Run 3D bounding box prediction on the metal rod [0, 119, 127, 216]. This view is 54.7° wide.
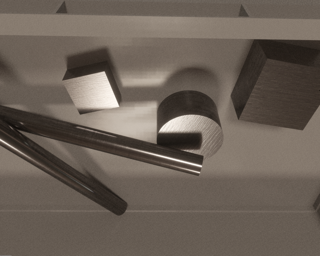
[{"bbox_3d":[-0.139,0.056,0.422,0.025,0.025,0.300,-23,137,18],"label":"metal rod"}]

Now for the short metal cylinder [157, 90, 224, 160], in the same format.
[{"bbox_3d":[0.036,-0.001,0.393,0.081,0.050,0.079,-1,130,0],"label":"short metal cylinder"}]

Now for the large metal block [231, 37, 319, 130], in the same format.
[{"bbox_3d":[0.137,-0.049,0.353,0.081,0.050,0.079,9,130,-8],"label":"large metal block"}]

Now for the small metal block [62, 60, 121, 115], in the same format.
[{"bbox_3d":[-0.079,-0.047,0.368,0.050,0.025,0.050,-11,130,8],"label":"small metal block"}]

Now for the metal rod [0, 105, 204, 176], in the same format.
[{"bbox_3d":[-0.098,0.009,0.375,0.302,0.025,0.025,14,130,3],"label":"metal rod"}]
